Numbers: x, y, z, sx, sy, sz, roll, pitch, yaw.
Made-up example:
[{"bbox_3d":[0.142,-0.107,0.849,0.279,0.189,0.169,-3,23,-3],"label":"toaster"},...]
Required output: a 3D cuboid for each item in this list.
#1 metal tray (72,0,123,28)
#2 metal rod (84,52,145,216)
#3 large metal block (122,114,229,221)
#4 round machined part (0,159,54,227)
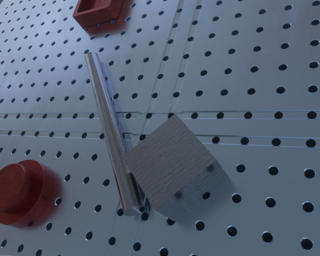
[{"bbox_3d":[-0.117,-0.269,0.628,0.090,0.030,0.130,-4,60,25],"label":"metal tray"},{"bbox_3d":[-0.075,-0.013,0.453,0.025,0.025,0.299,-29,52,9],"label":"metal rod"},{"bbox_3d":[0.017,0.044,0.355,0.080,0.050,0.080,-39,51,1],"label":"large metal block"},{"bbox_3d":[-0.207,0.090,0.448,0.098,0.042,0.098,-13,56,20],"label":"round machined part"}]
